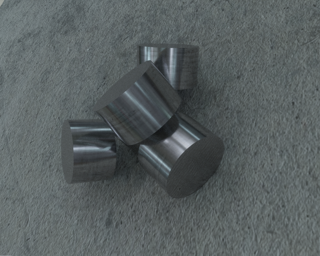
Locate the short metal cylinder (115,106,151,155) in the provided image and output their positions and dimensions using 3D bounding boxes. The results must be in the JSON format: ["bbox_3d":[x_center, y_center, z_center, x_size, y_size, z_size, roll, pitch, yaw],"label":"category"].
[{"bbox_3d":[-0.018,-0.007,0.403,0.080,0.050,0.080,-13,56,20],"label":"short metal cylinder"}]

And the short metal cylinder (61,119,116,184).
[{"bbox_3d":[-0.093,0.029,0.394,0.080,0.050,0.079,7,97,62],"label":"short metal cylinder"}]

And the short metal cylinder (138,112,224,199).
[{"bbox_3d":[0.023,0.030,0.339,0.080,0.080,0.050,-47,51,-4],"label":"short metal cylinder"}]

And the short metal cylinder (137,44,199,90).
[{"bbox_3d":[0.010,-0.083,0.408,0.080,0.081,0.050,15,113,34],"label":"short metal cylinder"}]

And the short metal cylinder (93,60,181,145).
[{"bbox_3d":[-0.025,-0.027,0.333,0.080,0.050,0.080,-35,21,16],"label":"short metal cylinder"}]
